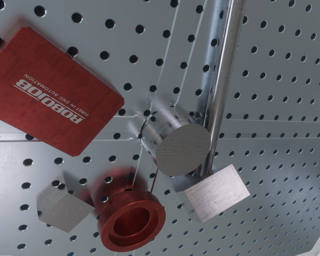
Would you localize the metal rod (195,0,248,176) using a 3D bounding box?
[{"bbox_3d":[0.081,-0.060,0.418,0.025,0.025,0.298,-9,122,-24],"label":"metal rod"}]

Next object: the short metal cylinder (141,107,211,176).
[{"bbox_3d":[0.021,0.018,0.418,0.081,0.050,0.079,-14,124,-21],"label":"short metal cylinder"}]

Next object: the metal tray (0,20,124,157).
[{"bbox_3d":[-0.114,-0.035,0.325,0.090,0.030,0.130,-48,129,6],"label":"metal tray"}]

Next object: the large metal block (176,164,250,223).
[{"bbox_3d":[0.077,0.100,0.473,0.080,0.050,0.080,-27,171,-11],"label":"large metal block"}]

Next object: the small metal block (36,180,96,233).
[{"bbox_3d":[-0.124,0.105,0.409,0.050,0.025,0.050,-43,130,1],"label":"small metal block"}]

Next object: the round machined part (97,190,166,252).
[{"bbox_3d":[-0.044,0.132,0.458,0.099,0.042,0.097,-14,124,-21],"label":"round machined part"}]
